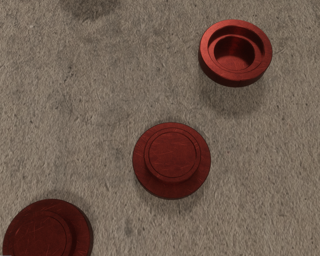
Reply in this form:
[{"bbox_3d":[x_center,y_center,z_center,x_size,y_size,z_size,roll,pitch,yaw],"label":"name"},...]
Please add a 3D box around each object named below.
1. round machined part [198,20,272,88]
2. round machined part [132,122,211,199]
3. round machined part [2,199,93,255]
[{"bbox_3d":[0.103,-0.100,0.437,0.099,0.042,0.098,0,70,-1],"label":"round machined part"},{"bbox_3d":[0.015,0.038,0.386,0.099,0.042,0.098,0,70,-1],"label":"round machined part"},{"bbox_3d":[-0.129,0.129,0.350,0.099,0.042,0.098,0,70,-1],"label":"round machined part"}]
